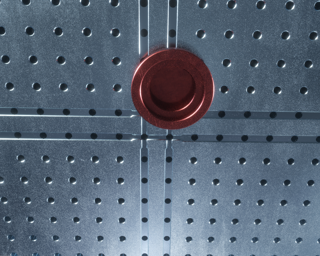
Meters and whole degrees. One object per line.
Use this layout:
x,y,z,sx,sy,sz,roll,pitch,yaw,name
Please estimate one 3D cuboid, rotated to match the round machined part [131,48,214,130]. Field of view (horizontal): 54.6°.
0.015,-0.051,0.386,0.099,0.042,0.097,0,110,0,round machined part
